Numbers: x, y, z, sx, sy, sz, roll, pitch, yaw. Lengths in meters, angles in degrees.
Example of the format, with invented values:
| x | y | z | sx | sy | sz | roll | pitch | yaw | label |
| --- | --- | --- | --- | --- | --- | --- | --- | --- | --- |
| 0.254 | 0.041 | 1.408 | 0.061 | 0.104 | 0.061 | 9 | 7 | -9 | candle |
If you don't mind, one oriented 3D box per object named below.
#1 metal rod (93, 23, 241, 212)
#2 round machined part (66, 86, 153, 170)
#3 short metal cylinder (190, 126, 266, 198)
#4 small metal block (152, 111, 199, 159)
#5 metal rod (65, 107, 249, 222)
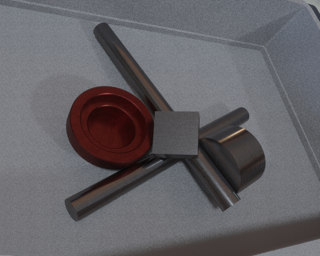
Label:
| x | y | z | sx | sy | sz | roll | pitch | yaw | label |
| --- | --- | --- | --- | --- | --- | --- | --- | --- | --- |
| -0.002 | -0.027 | 0.398 | 0.025 | 0.025 | 0.299 | -21 | 66 | -36 | metal rod |
| -0.059 | 0.003 | 0.361 | 0.099 | 0.042 | 0.098 | 14 | 56 | -21 | round machined part |
| 0.083 | 0.042 | 0.389 | 0.050 | 0.080 | 0.080 | -22 | 74 | -36 | short metal cylinder |
| 0.020 | 0.008 | 0.358 | 0.050 | 0.025 | 0.050 | 1 | 74 | 10 | small metal block |
| 0.021 | 0.030 | 0.398 | 0.302 | 0.025 | 0.025 | -25 | 76 | -37 | metal rod |
